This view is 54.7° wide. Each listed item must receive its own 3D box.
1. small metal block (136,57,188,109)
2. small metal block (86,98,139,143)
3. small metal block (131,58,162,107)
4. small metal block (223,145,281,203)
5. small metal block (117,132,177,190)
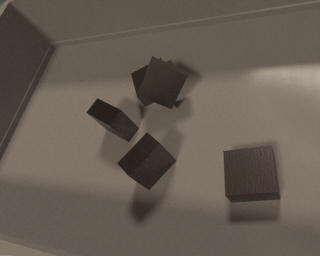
[{"bbox_3d":[0.003,-0.060,0.409,0.025,0.050,0.050,-88,22,-66],"label":"small metal block"},{"bbox_3d":[-0.065,-0.010,0.428,0.050,0.050,0.025,26,76,36],"label":"small metal block"},{"bbox_3d":[-0.010,-0.066,0.450,0.050,0.025,0.050,-26,53,12],"label":"small metal block"},{"bbox_3d":[0.096,0.049,0.325,0.050,0.025,0.050,-10,58,22],"label":"small metal block"},{"bbox_3d":[-0.014,0.041,0.371,0.050,0.050,0.025,-47,52,-5],"label":"small metal block"}]
